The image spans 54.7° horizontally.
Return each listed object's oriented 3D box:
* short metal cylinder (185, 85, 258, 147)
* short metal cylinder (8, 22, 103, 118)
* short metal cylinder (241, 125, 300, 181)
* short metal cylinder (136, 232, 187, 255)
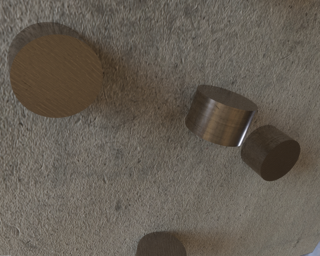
[{"bbox_3d":[0.079,-0.018,0.403,0.081,0.080,0.050,4,117,-30],"label":"short metal cylinder"},{"bbox_3d":[-0.102,-0.056,0.300,0.081,0.050,0.079,-14,124,-21],"label":"short metal cylinder"},{"bbox_3d":[0.183,0.041,0.516,0.081,0.050,0.079,-14,124,-21],"label":"short metal cylinder"},{"bbox_3d":[-0.001,0.218,0.505,0.081,0.080,0.050,-3,120,-27],"label":"short metal cylinder"}]
